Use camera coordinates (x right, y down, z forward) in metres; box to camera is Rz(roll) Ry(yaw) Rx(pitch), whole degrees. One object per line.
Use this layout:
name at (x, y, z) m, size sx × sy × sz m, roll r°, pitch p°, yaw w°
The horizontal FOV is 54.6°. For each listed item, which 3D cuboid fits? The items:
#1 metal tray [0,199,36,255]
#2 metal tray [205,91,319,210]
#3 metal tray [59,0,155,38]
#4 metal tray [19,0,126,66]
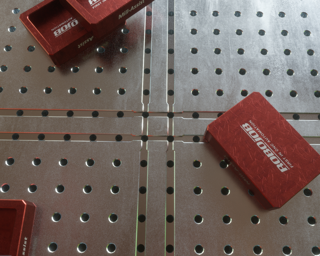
metal tray at (-0.202, 0.149, 0.353) m, size 0.090 × 0.030 × 0.130 m, roll 1°, pitch 70°, yaw 0°
metal tray at (0.132, 0.027, 0.400) m, size 0.090 × 0.030 × 0.130 m, roll -35°, pitch 74°, yaw -12°
metal tray at (-0.070, -0.200, 0.449) m, size 0.130 × 0.030 × 0.090 m, roll -40°, pitch 75°, yaw -15°
metal tray at (-0.129, -0.165, 0.468) m, size 0.130 × 0.030 × 0.090 m, roll -37°, pitch 74°, yaw -13°
